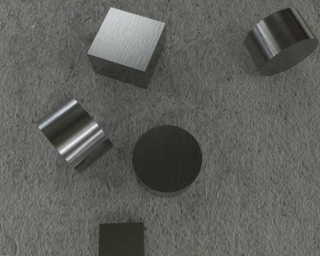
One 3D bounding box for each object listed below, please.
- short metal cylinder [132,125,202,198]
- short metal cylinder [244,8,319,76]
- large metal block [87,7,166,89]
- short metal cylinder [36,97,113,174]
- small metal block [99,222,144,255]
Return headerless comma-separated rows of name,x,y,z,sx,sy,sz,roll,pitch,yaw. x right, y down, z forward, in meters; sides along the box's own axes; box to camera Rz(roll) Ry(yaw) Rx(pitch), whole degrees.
short metal cylinder,0.008,0.042,0.379,0.081,0.050,0.080,0,70,0
short metal cylinder,0.164,-0.115,0.422,0.080,0.080,0.050,-20,72,-7
large metal block,-0.044,-0.111,0.435,0.080,0.050,0.080,18,71,6
short metal cylinder,-0.102,0.009,0.375,0.050,0.080,0.080,-41,75,-13
small metal block,-0.043,0.136,0.358,0.050,0.025,0.050,-2,70,-1
